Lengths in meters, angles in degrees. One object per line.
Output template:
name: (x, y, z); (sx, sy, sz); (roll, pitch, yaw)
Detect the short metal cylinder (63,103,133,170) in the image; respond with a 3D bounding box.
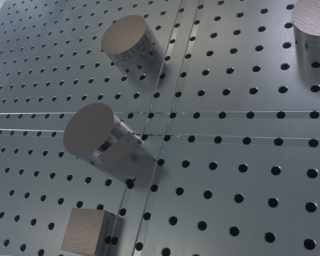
short metal cylinder: (-0.085, 0.012, 0.429); (0.080, 0.050, 0.080); (-13, 56, 21)

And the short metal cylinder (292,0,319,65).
short metal cylinder: (0.200, -0.121, 0.361); (0.080, 0.050, 0.080); (-13, 56, 21)

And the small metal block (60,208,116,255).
small metal block: (-0.086, 0.126, 0.376); (0.050, 0.025, 0.050); (-4, 60, 26)

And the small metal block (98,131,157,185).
small metal block: (-0.040, 0.039, 0.390); (0.050, 0.050, 0.025); (-39, 51, 2)

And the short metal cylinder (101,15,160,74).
short metal cylinder: (-0.047, -0.134, 0.499); (0.080, 0.050, 0.080); (-13, 56, 21)
